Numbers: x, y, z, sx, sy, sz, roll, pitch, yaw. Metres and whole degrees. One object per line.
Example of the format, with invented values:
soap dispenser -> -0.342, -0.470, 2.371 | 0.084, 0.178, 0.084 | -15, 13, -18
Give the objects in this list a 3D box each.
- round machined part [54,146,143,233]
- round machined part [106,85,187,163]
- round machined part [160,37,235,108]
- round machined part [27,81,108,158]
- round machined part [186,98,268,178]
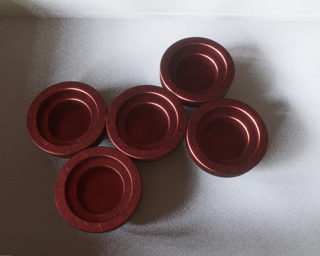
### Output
round machined part -> -0.070, 0.074, 0.370 | 0.099, 0.042, 0.098 | 0, 70, 0
round machined part -> -0.016, -0.003, 0.398 | 0.099, 0.042, 0.098 | 0, 70, 0
round machined part -> 0.049, -0.072, 0.424 | 0.099, 0.042, 0.098 | 0, 70, 0
round machined part -> -0.114, -0.008, 0.400 | 0.099, 0.042, 0.098 | 0, 70, 0
round machined part -> 0.082, 0.015, 0.393 | 0.099, 0.042, 0.098 | 0, 70, 0
